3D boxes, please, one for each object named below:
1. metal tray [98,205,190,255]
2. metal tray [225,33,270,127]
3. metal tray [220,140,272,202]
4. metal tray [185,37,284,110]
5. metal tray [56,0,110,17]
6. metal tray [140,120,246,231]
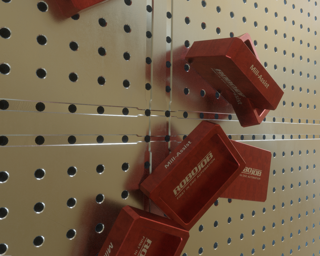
[{"bbox_3d":[-0.030,0.164,0.360,0.090,0.030,0.130,30,85,-36],"label":"metal tray"},{"bbox_3d":[0.138,-0.078,0.500,0.090,0.030,0.130,-40,109,-44],"label":"metal tray"},{"bbox_3d":[0.134,0.073,0.517,0.131,0.030,0.090,16,80,-39],"label":"metal tray"},{"bbox_3d":[0.109,-0.076,0.454,0.130,0.090,0.030,36,78,-34],"label":"metal tray"},{"bbox_3d":[-0.069,-0.191,0.346,0.131,0.030,0.090,-40,114,-33],"label":"metal tray"},{"bbox_3d":[0.048,0.065,0.421,0.130,0.030,0.090,-45,118,-12],"label":"metal tray"}]
